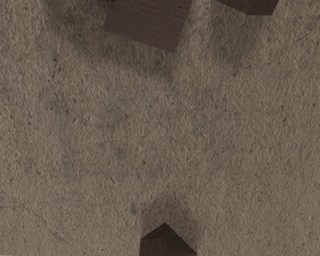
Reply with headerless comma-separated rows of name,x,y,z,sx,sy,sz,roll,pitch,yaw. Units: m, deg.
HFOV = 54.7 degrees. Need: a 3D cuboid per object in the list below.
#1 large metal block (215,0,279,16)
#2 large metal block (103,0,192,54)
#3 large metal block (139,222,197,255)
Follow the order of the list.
large metal block,0.099,-0.166,0.321,0.050,0.080,0.079,20,109,-8
large metal block,-0.010,-0.137,0.346,0.080,0.050,0.079,17,109,-7
large metal block,0.015,0.202,0.455,0.050,0.080,0.080,-38,106,13
